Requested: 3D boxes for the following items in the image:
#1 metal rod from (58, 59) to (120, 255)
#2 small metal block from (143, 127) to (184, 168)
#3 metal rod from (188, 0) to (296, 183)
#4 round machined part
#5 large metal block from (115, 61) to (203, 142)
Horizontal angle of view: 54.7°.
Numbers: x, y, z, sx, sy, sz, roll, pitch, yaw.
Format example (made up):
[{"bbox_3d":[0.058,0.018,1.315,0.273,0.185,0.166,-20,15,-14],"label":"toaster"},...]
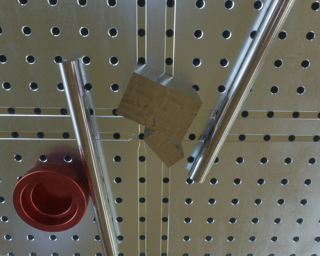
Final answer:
[{"bbox_3d":[-0.094,0.056,0.432,0.025,0.025,0.298,-7,110,2],"label":"metal rod"},{"bbox_3d":[0.005,0.017,0.406,0.025,0.050,0.050,-37,106,12],"label":"small metal block"},{"bbox_3d":[0.106,-0.059,0.393,0.025,0.025,0.298,20,109,-8],"label":"metal rod"},{"bbox_3d":[-0.149,0.094,0.437,0.099,0.042,0.097,0,110,-1],"label":"round machined part"},{"bbox_3d":[-0.002,-0.035,0.371,0.080,0.080,0.050,24,108,-9],"label":"large metal block"}]
